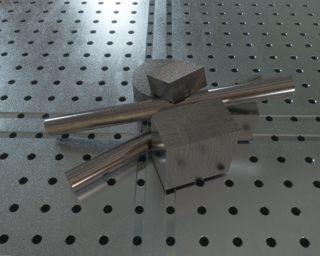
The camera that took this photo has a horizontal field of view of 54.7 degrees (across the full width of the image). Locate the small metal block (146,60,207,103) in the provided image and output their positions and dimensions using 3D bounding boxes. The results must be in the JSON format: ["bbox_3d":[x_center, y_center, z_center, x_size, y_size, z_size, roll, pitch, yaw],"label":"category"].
[{"bbox_3d":[0.020,-0.058,0.376,0.050,0.025,0.050,-29,33,-22],"label":"small metal block"}]

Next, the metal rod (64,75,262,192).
[{"bbox_3d":[0.022,-0.003,0.407,0.302,0.025,0.025,-28,55,-22],"label":"metal rod"}]

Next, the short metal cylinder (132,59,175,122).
[{"bbox_3d":[0.003,-0.051,0.430,0.081,0.050,0.080,0,49,0],"label":"short metal cylinder"}]

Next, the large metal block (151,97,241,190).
[{"bbox_3d":[0.036,0.019,0.350,0.081,0.080,0.050,-14,52,-12],"label":"large metal block"}]

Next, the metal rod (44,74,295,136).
[{"bbox_3d":[0.004,-0.025,0.378,0.301,0.025,0.025,-9,50,9],"label":"metal rod"}]

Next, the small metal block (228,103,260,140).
[{"bbox_3d":[0.094,-0.009,0.395,0.050,0.050,0.025,-1,50,1],"label":"small metal block"}]
